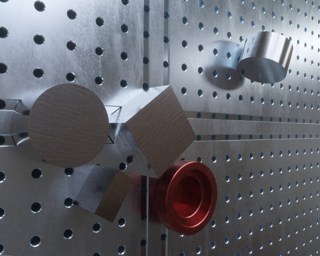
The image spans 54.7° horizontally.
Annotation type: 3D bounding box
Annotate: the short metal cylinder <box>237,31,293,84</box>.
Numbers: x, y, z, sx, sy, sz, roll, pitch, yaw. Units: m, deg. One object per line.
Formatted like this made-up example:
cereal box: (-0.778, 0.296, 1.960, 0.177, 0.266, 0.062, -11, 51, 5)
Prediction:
short metal cylinder: (0.178, -0.118, 0.526, 0.080, 0.080, 0.050, 33, 70, -36)

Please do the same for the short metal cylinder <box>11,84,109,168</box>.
short metal cylinder: (-0.099, -0.002, 0.311, 0.081, 0.050, 0.079, 0, 90, -40)

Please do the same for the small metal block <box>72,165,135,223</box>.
small metal block: (-0.063, 0.071, 0.342, 0.025, 0.050, 0.050, 41, 65, -33)

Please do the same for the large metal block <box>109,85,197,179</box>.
large metal block: (-0.011, 0.003, 0.386, 0.080, 0.050, 0.080, -43, 116, -32)

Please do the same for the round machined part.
round machined part: (0.031, 0.093, 0.427, 0.099, 0.042, 0.097, 0, 91, -40)
